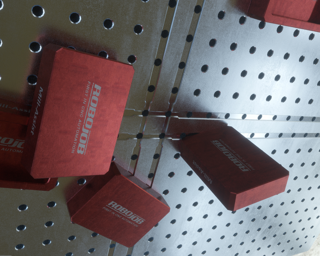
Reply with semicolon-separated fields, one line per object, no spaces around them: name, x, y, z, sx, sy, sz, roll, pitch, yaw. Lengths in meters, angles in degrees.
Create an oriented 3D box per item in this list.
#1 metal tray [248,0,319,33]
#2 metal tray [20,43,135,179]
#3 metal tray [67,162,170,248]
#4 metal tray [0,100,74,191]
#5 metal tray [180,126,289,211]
metal tray;0.185;-0.178;0.401;0.131;0.030;0.089;-1;119;-28
metal tray;-0.085;-0.014;0.327;0.091;0.030;0.129;5;106;-44
metal tray;-0.056;0.116;0.451;0.090;0.030;0.130;-44;130;2
metal tray;-0.167;0.018;0.328;0.131;0.030;0.089;14;111;-34
metal tray;0.097;0.048;0.428;0.091;0.130;0.030;-14;124;-21
